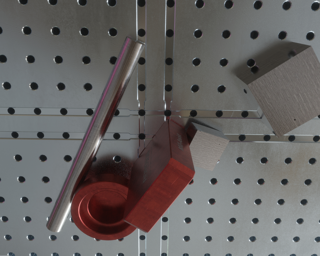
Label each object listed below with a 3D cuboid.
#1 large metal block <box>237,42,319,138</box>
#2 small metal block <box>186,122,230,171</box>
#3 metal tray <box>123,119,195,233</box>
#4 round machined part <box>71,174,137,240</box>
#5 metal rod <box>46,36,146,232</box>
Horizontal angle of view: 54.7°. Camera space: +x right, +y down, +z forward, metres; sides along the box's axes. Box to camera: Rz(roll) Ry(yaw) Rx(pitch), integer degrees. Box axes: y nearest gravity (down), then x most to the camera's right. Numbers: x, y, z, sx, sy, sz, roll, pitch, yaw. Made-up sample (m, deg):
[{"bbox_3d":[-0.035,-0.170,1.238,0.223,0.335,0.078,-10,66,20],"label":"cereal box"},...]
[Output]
[{"bbox_3d":[0.156,-0.048,0.385,0.080,0.050,0.080,-32,107,11],"label":"large metal block"},{"bbox_3d":[0.057,0.025,0.418,0.050,0.025,0.050,17,110,-22],"label":"small metal block"},{"bbox_3d":[-0.002,0.051,0.376,0.030,0.130,0.090,33,107,-11],"label":"metal tray"},{"bbox_3d":[-0.073,0.108,0.442,0.099,0.042,0.097,-1,111,-2],"label":"round machined part"},{"bbox_3d":[-0.094,0.021,0.419,0.025,0.025,0.298,24,108,-9],"label":"metal rod"}]
